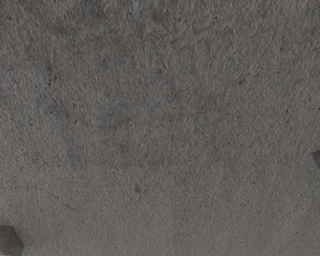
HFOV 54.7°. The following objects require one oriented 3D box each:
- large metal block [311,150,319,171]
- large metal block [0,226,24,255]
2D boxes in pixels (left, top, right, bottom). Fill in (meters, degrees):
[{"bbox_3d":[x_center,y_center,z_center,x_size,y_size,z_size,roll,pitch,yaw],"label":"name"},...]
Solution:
[{"bbox_3d":[0.266,0.077,0.439,0.050,0.080,0.080,-28,125,21],"label":"large metal block"},{"bbox_3d":[-0.315,0.228,0.581,0.081,0.050,0.079,0,130,-1],"label":"large metal block"}]
